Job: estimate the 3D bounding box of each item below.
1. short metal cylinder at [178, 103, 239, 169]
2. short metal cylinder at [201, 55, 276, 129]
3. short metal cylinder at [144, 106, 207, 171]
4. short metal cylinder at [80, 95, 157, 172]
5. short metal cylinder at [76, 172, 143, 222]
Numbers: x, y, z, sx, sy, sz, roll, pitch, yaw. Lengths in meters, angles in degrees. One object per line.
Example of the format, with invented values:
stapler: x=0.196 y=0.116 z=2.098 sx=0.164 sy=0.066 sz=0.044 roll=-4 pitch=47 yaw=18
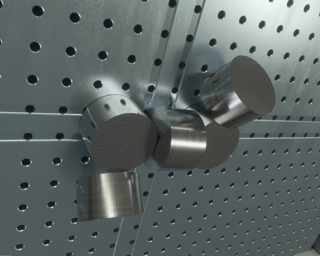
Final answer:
short metal cylinder: x=0.064 y=0.011 z=0.438 sx=0.081 sy=0.050 sz=0.079 roll=-14 pitch=125 yaw=-21
short metal cylinder: x=0.100 y=-0.045 z=0.396 sx=0.081 sy=0.080 sz=0.050 roll=9 pitch=156 yaw=-33
short metal cylinder: x=0.014 y=0.014 z=0.393 sx=0.050 sy=0.080 sz=0.079 roll=5 pitch=116 yaw=-31
short metal cylinder: x=-0.050 y=0.007 z=0.372 sx=0.081 sy=0.050 sz=0.079 roll=-14 pitch=125 yaw=-21
short metal cylinder: x=-0.063 y=0.088 z=0.389 sx=0.081 sy=0.050 sz=0.080 roll=-7 pitch=164 yaw=-2
